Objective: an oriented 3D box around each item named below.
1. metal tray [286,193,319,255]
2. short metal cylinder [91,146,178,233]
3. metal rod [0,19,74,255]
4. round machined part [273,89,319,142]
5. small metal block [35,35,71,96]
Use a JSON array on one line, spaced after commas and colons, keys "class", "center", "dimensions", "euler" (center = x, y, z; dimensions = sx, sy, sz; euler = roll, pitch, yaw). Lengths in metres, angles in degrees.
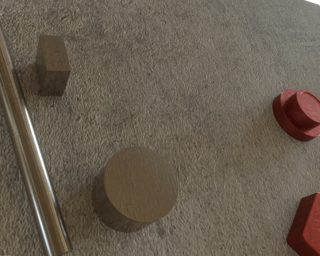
[{"class": "metal tray", "center": [0.246, 0.166, 0.431], "dimensions": [0.130, 0.030, 0.090], "euler": [44, 51, 2]}, {"class": "short metal cylinder", "center": [-0.028, 0.066, 0.333], "dimensions": [0.081, 0.050, 0.080], "euler": [14, 56, -21]}, {"class": "metal rod", "center": [-0.151, -0.013, 0.329], "dimensions": [0.025, 0.025, 0.299], "euler": [-13, 68, -33]}, {"class": "round machined part", "center": [0.252, -0.029, 0.546], "dimensions": [0.099, 0.042, 0.098], "euler": [14, 56, -21]}, {"class": "small metal block", "center": [-0.127, -0.072, 0.363], "dimensions": [0.025, 0.050, 0.050], "euler": [-5, 64, -31]}]
